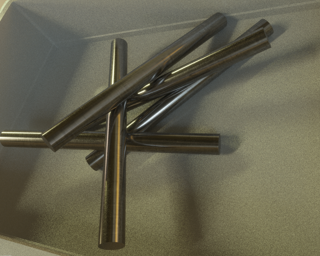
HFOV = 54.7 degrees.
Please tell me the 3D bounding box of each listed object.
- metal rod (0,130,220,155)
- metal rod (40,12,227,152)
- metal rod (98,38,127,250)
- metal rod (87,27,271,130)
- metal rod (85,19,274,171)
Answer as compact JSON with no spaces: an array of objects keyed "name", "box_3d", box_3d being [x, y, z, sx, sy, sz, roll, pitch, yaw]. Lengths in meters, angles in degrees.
[{"name":"metal rod","box_3d":[-0.075,0.017,0.401,0.301,0.025,0.025,1,62,16]},{"name":"metal rod","box_3d":[-0.016,-0.071,0.395,0.301,0.025,0.025,-40,48,-25]},{"name":"metal rod","box_3d":[-0.053,-0.008,0.380,0.025,0.025,0.300,-18,50,18]},{"name":"metal rod","box_3d":[-0.006,-0.052,0.412,0.300,0.025,0.025,-22,53,26]},{"name":"metal rod","box_3d":[0.025,-0.043,0.419,0.300,0.025,0.025,-38,51,2]}]
